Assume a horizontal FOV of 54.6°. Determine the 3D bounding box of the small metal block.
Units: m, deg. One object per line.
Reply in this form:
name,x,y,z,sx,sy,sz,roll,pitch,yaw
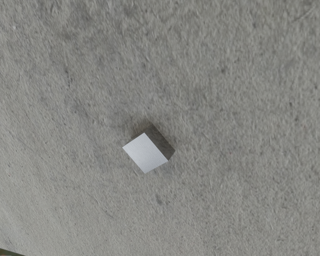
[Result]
small metal block,-0.016,0.030,0.434,0.050,0.025,0.050,-33,100,38
